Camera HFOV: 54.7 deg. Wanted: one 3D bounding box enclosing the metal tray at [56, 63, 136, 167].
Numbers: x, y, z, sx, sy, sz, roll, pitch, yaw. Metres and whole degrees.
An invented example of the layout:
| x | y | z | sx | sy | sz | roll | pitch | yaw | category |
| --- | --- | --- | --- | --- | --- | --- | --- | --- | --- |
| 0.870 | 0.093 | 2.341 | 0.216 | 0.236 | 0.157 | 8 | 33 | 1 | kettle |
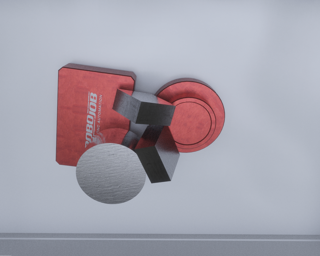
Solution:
| x | y | z | sx | sy | sz | roll | pitch | yaw | category |
| --- | --- | --- | --- | --- | --- | --- | --- | --- | --- |
| -0.083 | -0.012 | 0.399 | 0.091 | 0.030 | 0.129 | 7 | 110 | -3 | metal tray |

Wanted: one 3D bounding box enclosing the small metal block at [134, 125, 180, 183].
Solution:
| x | y | z | sx | sy | sz | roll | pitch | yaw | category |
| --- | --- | --- | --- | --- | --- | --- | --- | --- | --- |
| -0.001 | 0.029 | 0.365 | 0.025 | 0.050 | 0.050 | -12 | 118 | 24 | small metal block |

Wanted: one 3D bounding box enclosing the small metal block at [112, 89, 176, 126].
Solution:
| x | y | z | sx | sy | sz | roll | pitch | yaw | category |
| --- | --- | --- | --- | --- | --- | --- | --- | --- | --- |
| -0.019 | -0.024 | 0.360 | 0.050 | 0.050 | 0.025 | 3 | 109 | -41 | small metal block |

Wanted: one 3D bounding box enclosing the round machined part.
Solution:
| x | y | z | sx | sy | sz | roll | pitch | yaw | category |
| --- | --- | --- | --- | --- | --- | --- | --- | --- | --- |
| 0.034 | -0.012 | 0.396 | 0.099 | 0.042 | 0.097 | 0 | 110 | -1 | round machined part |

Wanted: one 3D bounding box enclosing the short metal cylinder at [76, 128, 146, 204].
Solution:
| x | y | z | sx | sy | sz | roll | pitch | yaw | category |
| --- | --- | --- | --- | --- | --- | --- | --- | --- | --- |
| -0.057 | 0.045 | 0.380 | 0.081 | 0.050 | 0.079 | 0 | 110 | -1 | short metal cylinder |
